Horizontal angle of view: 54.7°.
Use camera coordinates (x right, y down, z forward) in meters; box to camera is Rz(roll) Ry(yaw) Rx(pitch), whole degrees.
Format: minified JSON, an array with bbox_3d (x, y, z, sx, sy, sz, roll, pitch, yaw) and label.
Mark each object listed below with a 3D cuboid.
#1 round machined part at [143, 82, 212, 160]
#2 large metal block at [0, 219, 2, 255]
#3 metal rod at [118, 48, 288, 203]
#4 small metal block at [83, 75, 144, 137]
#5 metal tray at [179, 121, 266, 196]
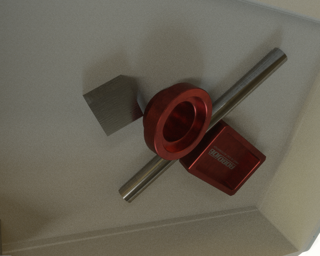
[{"bbox_3d":[0.018,-0.012,0.391,0.099,0.042,0.097,-26,131,-33],"label":"round machined part"},{"bbox_3d":[-0.222,0.128,0.331,0.050,0.080,0.080,-43,130,1],"label":"large metal block"},{"bbox_3d":[0.060,-0.003,0.441,0.300,0.025,0.025,-42,130,0],"label":"metal rod"},{"bbox_3d":[-0.054,-0.026,0.364,0.050,0.025,0.050,-31,129,-9],"label":"small metal block"},{"bbox_3d":[0.103,0.049,0.494,0.130,0.030,0.090,33,99,-39],"label":"metal tray"}]
